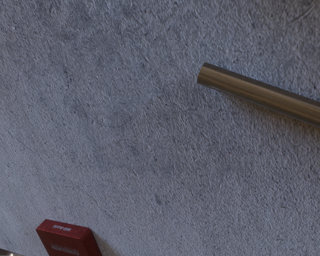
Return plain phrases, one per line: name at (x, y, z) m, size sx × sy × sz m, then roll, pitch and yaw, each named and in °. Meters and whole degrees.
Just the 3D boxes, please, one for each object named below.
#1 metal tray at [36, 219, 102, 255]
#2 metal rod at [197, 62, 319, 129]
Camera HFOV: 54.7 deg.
metal tray at (-0.192, 0.246, 0.657) m, size 0.130 × 0.030 × 0.089 m, roll 1°, pitch 119°, yaw 28°
metal rod at (0.181, -0.005, 0.308) m, size 0.301 × 0.025 × 0.025 m, roll 23°, pitch 127°, yaw 14°
